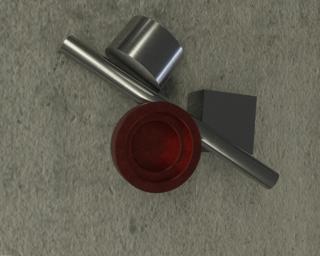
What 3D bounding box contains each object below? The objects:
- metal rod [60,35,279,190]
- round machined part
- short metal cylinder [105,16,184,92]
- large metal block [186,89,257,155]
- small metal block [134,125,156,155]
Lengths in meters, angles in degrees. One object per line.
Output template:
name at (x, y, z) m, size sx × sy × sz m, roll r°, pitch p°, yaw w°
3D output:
metal rod at (0.014, -0.017, 0.377) m, size 0.301 × 0.025 × 0.025 m, roll 33°, pitch 79°, yaw -3°
round machined part at (-0.007, 0.020, 0.347) m, size 0.099 × 0.042 × 0.097 m, roll -1°, pitch 92°, yaw -20°
short metal cylinder at (-0.018, -0.087, 0.375) m, size 0.080 × 0.080 × 0.050 m, roll 39°, pitch 78°, yaw -16°
large metal block at (0.083, -0.007, 0.429) m, size 0.081 × 0.050 × 0.080 m, roll 5°, pitch 89°, yaw -20°
small metal block at (-0.026, 0.008, 0.389) m, size 0.025 × 0.050 × 0.050 m, roll -2°, pitch 91°, yaw -20°
